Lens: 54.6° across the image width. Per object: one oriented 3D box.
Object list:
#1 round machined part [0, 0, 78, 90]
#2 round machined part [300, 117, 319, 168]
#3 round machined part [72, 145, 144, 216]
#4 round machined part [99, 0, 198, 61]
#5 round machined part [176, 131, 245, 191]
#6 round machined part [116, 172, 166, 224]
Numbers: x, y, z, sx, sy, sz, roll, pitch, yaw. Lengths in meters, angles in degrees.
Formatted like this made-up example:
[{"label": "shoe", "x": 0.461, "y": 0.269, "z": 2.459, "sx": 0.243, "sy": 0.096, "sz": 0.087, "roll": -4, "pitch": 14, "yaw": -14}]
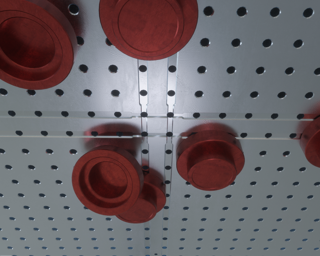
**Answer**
[{"label": "round machined part", "x": -0.135, "y": -0.092, "z": 0.321, "sx": 0.099, "sy": 0.042, "sz": 0.097, "roll": 0, "pitch": 130, "yaw": 0}, {"label": "round machined part", "x": 0.249, "y": 0.024, "z": 0.422, "sx": 0.099, "sy": 0.042, "sz": 0.097, "roll": 0, "pitch": 130, "yaw": 0}, {"label": "round machined part", "x": -0.071, "y": 0.071, "z": 0.443, "sx": 0.098, "sy": 0.042, "sz": 0.097, "roll": 2, "pitch": 103, "yaw": 10}, {"label": "round machined part", "x": -0.011, "y": -0.110, "z": 0.307, "sx": 0.099, "sy": 0.042, "sz": 0.097, "roll": 0, "pitch": 130, "yaw": 0}, {"label": "round machined part", "x": 0.073, "y": 0.054, "z": 0.446, "sx": 0.099, "sy": 0.042, "sz": 0.097, "roll": 0, "pitch": 130, "yaw": 0}, {"label": "round machined part", "x": -0.039, "y": 0.117, "z": 0.500, "sx": 0.099, "sy": 0.042, "sz": 0.097, "roll": 0, "pitch": 130, "yaw": 0}]
